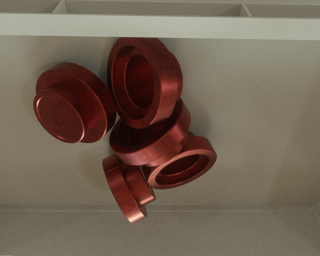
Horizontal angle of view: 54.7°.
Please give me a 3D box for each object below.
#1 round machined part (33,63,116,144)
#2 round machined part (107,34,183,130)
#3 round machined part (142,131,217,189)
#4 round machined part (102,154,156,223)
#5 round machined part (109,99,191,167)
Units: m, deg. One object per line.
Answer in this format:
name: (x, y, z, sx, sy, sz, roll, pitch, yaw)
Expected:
round machined part: (-0.103, -0.021, 0.354, 0.098, 0.042, 0.097, 16, 130, 20)
round machined part: (-0.013, -0.050, 0.331, 0.042, 0.098, 0.097, -14, 141, -37)
round machined part: (0.023, 0.040, 0.417, 0.099, 0.042, 0.098, -17, 147, -11)
round machined part: (-0.039, 0.078, 0.431, 0.042, 0.098, 0.098, -26, 128, -2)
round machined part: (-0.007, 0.006, 0.366, 0.098, 0.098, 0.042, -23, 124, 18)
